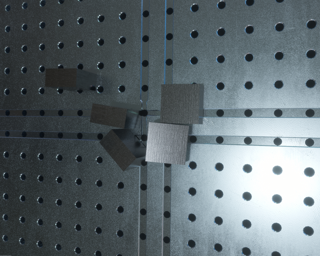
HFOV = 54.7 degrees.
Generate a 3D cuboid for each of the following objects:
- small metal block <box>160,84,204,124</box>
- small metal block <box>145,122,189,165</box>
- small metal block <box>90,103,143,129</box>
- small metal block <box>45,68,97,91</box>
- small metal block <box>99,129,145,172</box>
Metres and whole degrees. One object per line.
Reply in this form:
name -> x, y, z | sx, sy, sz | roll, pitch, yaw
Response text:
small metal block -> 0.029, -0.031, 0.402 | 0.050, 0.025, 0.050 | 2, 91, 19
small metal block -> 0.010, 0.019, 0.402 | 0.050, 0.025, 0.050 | 5, 92, 3
small metal block -> -0.058, -0.016, 0.419 | 0.050, 0.050, 0.025 | 10, 94, 19
small metal block -> -0.126, -0.068, 0.442 | 0.050, 0.050, 0.025 | 3, 91, 19
small metal block -> -0.045, 0.028, 0.414 | 0.025, 0.050, 0.050 | -46, 76, 15
